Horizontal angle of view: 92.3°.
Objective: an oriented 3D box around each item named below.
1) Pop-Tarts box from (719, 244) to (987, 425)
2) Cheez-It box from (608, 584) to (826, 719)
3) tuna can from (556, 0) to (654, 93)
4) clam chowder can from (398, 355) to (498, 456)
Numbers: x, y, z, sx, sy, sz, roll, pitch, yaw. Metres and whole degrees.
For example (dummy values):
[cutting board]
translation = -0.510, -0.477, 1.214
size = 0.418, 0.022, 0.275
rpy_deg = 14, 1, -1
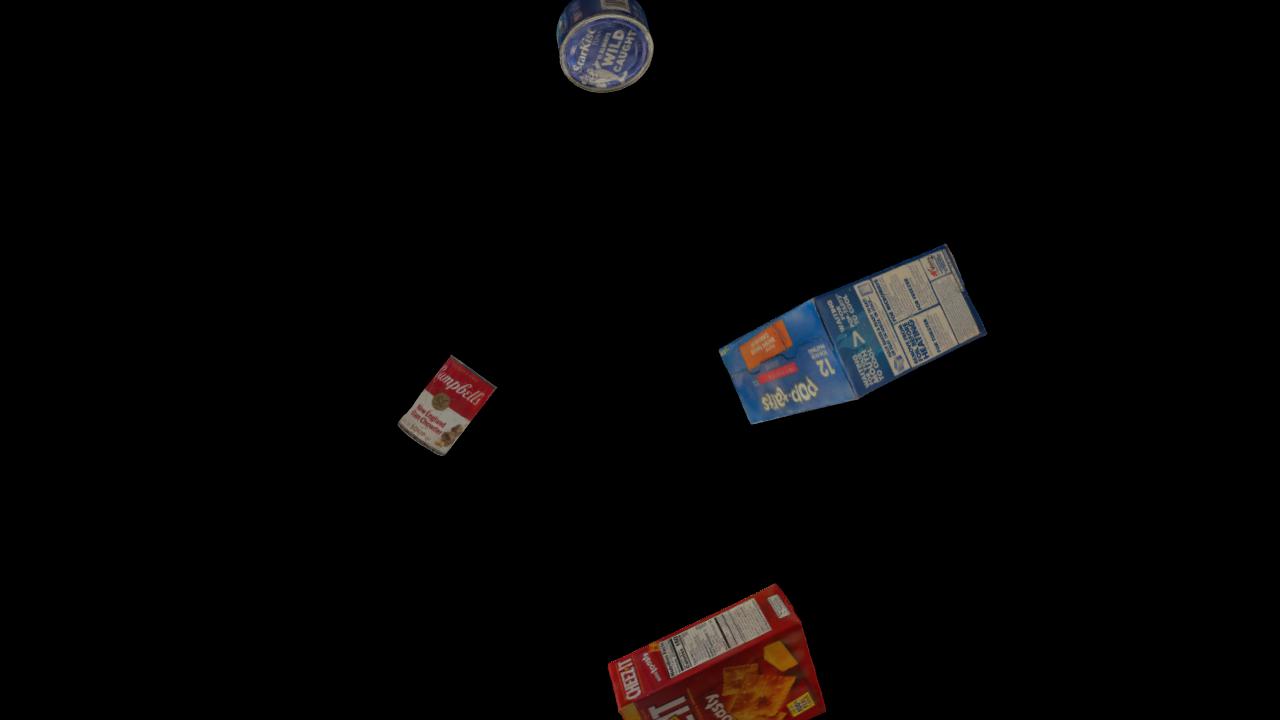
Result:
[Pop-Tarts box]
translation = 0.173, -0.016, 0.533
size = 0.141, 0.083, 0.167
rpy_deg = -23, -5, -20
[Cheez-It box]
translation = 0.093, 0.384, 0.722
size = 0.223, 0.166, 0.071
rpy_deg = -22, 26, -5
[tuna can]
translation = -0.032, -0.282, 0.546
size = 0.084, 0.034, 0.084
rpy_deg = -10, -20, -3
[clam chowder can]
translation = -0.227, 0.054, 0.728
size = 0.068, 0.102, 0.068
rpy_deg = 35, -10, 7
